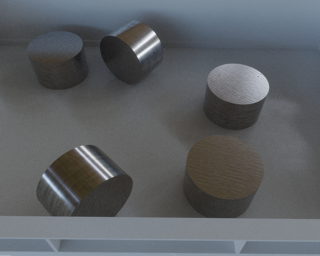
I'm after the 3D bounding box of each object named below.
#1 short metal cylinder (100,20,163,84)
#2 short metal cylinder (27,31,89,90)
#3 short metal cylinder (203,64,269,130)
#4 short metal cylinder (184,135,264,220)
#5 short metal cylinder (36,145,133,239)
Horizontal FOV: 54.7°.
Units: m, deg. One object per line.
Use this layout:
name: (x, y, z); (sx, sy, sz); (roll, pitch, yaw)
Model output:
short metal cylinder: (-0.042, -0.113, 0.464); (0.080, 0.080, 0.050); (30, 56, 22)
short metal cylinder: (-0.154, -0.104, 0.474); (0.081, 0.050, 0.080); (0, 50, 0)
short metal cylinder: (0.103, -0.044, 0.427); (0.081, 0.050, 0.080); (0, 50, 0)
short metal cylinder: (0.068, 0.054, 0.344); (0.081, 0.050, 0.080); (0, 50, 0)
short metal cylinder: (-0.075, 0.064, 0.315); (0.080, 0.080, 0.050); (-37, 60, -27)
